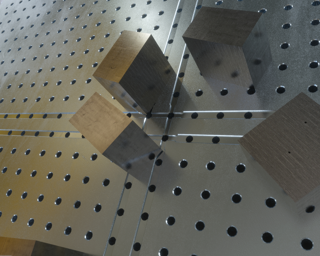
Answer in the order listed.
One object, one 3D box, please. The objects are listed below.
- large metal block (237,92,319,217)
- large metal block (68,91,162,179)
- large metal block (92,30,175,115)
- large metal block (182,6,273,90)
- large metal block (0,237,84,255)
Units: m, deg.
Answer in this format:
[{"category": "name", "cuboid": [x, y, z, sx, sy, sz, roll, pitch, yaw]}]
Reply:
[{"category": "large metal block", "cuboid": [0.138, 0.025, 0.304, 0.080, 0.050, 0.080, -38, 51, 2]}, {"category": "large metal block", "cuboid": [-0.055, 0.010, 0.394, 0.050, 0.080, 0.080, -49, 52, -6]}, {"category": "large metal block", "cuboid": [-0.034, -0.077, 0.437, 0.050, 0.080, 0.080, 20, 72, 35]}, {"category": "large metal block", "cuboid": [0.086, -0.100, 0.388, 0.080, 0.080, 0.050, 23, 74, 36]}, {"category": "large metal block", "cuboid": [-0.150, 0.158, 0.353, 0.080, 0.080, 0.050, -5, 60, 25]}]
